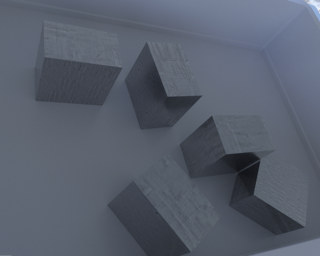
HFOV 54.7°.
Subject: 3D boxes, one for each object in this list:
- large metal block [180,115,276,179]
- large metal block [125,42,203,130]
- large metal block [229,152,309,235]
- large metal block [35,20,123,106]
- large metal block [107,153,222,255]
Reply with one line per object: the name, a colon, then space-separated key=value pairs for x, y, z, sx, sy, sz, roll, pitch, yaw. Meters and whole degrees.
large metal block: x=0.086 y=0.025 z=0.403 sx=0.081 sy=0.080 sz=0.050 roll=-2 pitch=63 yaw=-29
large metal block: x=0.001 y=-0.053 z=0.405 sx=0.050 sy=0.080 sz=0.080 roll=-5 pitch=65 yaw=-31
large metal block: x=0.150 y=0.085 z=0.421 sx=0.080 sy=0.050 sz=0.080 roll=33 pitch=51 yaw=-7
large metal block: x=-0.098 y=-0.071 z=0.362 sx=0.081 sy=0.080 sz=0.050 roll=3 pitch=61 yaw=-27
large metal block: x=0.001 y=0.085 z=0.320 sx=0.050 sy=0.080 sz=0.080 roll=-35 pitch=82 yaw=-38
